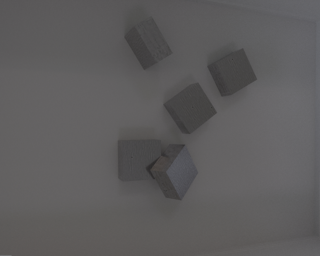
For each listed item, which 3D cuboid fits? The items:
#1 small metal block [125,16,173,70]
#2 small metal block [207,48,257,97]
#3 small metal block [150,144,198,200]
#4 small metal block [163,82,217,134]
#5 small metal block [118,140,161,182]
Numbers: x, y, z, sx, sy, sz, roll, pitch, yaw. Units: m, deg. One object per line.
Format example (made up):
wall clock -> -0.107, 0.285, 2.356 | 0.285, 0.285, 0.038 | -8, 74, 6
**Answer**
small metal block -> -0.016, -0.105, 0.391 | 0.025, 0.050, 0.050 | -35, 102, -17
small metal block -> 0.105, -0.080, 0.449 | 0.050, 0.025, 0.050 | -31, 100, -17
small metal block -> 0.020, 0.056, 0.401 | 0.050, 0.025, 0.050 | -51, 127, -38
small metal block -> 0.042, -0.027, 0.426 | 0.050, 0.025, 0.050 | -37, 102, -16
small metal block -> -0.027, 0.041, 0.401 | 0.050, 0.025, 0.050 | -1, 90, -20
